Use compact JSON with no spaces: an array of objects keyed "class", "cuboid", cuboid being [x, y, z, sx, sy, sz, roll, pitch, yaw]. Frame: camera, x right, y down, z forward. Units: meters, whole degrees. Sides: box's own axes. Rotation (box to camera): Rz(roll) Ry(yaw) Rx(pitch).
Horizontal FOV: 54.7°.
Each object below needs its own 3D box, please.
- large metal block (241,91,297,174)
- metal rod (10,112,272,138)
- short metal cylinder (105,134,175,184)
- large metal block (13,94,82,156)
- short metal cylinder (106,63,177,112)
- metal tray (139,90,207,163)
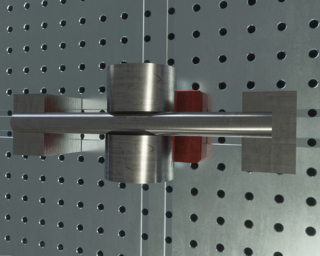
[{"class":"large metal block","cuboid":[0.120,0.004,0.340,0.050,0.080,0.080,1,90,20]},{"class":"metal rod","cuboid":[-0.037,-0.005,0.340,0.301,0.025,0.025,1,90,19]},{"class":"short metal cylinder","cuboid":[-0.023,0.032,0.360,0.080,0.080,0.050,1,91,20]},{"class":"large metal block","cuboid":[-0.156,-0.004,0.437,0.050,0.080,0.080,1,90,20]},{"class":"short metal cylinder","cuboid":[-0.021,-0.043,0.359,0.080,0.080,0.050,1,91,20]},{"class":"metal tray","cuboid":[-0.005,-0.003,0.412,0.130,0.030,0.089,2,91,19]}]
